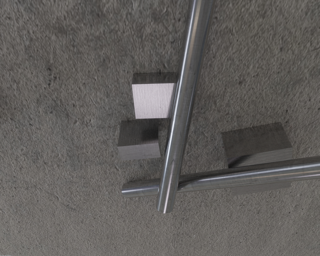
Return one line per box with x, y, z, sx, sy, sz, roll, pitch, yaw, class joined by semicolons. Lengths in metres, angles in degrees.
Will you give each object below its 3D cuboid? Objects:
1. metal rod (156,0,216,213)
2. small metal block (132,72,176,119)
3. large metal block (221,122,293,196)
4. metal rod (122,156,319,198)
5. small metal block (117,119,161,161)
0.025;-0.018;0.359;0.025;0.025;0.298;6;120;-5;metal rod
-0.006;-0.039;0.374;0.050;0.025;0.050;-2;130;1;small metal block
0.133;0.044;0.430;0.080;0.050;0.080;-11;130;8;large metal block
0.069;0.069;0.410;0.300;0.025;0.025;-14;131;34;metal rod
-0.025;0.014;0.402;0.050;0.050;0.025;-5;130;4;small metal block
